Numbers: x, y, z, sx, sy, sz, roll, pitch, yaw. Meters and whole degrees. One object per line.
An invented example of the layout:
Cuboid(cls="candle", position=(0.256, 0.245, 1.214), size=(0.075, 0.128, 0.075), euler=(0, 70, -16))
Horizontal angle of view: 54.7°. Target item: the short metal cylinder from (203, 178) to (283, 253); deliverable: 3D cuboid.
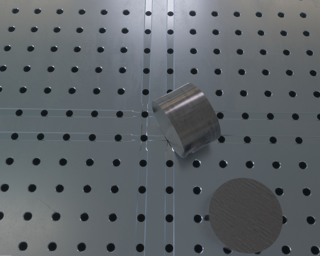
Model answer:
Cuboid(cls="short metal cylinder", position=(0.094, 0.102, 0.361), size=(0.081, 0.050, 0.080), euler=(0, 70, 0))

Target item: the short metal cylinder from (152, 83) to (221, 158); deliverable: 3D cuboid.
Cuboid(cls="short metal cylinder", position=(0.031, -0.009, 0.386), size=(0.050, 0.080, 0.080), euler=(-29, 73, -10))
